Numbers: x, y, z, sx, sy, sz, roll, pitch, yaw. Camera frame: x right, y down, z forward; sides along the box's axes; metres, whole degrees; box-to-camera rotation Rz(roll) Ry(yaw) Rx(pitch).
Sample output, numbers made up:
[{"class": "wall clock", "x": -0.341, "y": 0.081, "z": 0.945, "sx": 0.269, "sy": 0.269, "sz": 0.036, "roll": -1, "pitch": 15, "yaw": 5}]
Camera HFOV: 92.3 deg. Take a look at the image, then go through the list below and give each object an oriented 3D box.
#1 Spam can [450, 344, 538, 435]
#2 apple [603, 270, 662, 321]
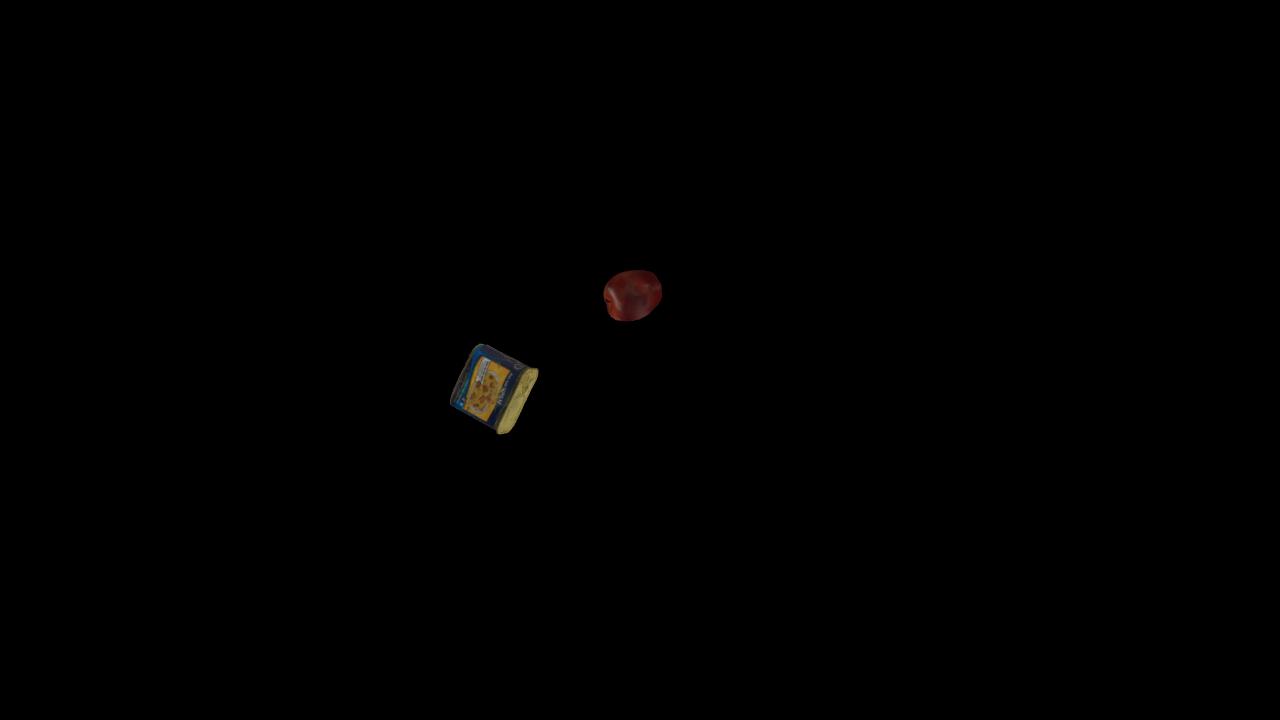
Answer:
[{"class": "Spam can", "x": -0.203, "y": 0.039, "z": 0.853, "sx": 0.085, "sy": 0.101, "sz": 0.058, "roll": 26, "pitch": 2, "yaw": 11}, {"class": "apple", "x": -0.012, "y": -0.099, "z": 0.938, "sx": 0.093, "sy": 0.079, "sz": 0.079, "roll": -20, "pitch": 8, "yaw": -22}]
